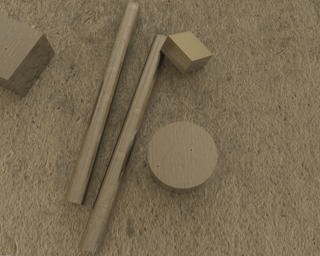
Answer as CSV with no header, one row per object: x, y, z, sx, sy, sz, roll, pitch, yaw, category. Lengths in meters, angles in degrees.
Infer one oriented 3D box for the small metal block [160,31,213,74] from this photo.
0.038,-0.107,0.435,0.050,0.025,0.050,-26,70,-42,small metal block

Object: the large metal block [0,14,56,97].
-0.209,-0.102,0.430,0.080,0.050,0.080,25,72,8,large metal block

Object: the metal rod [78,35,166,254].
-0.040,0.006,0.405,0.025,0.025,0.299,16,71,5,metal rod

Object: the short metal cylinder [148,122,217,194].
0.026,0.038,0.381,0.081,0.050,0.080,0,70,0,short metal cylinder

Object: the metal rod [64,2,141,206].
-0.072,-0.046,0.424,0.025,0.025,0.299,11,70,4,metal rod
